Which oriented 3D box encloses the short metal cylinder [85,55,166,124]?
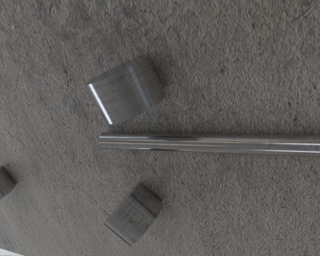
[{"bbox_3d":[-0.040,-0.046,0.364,0.080,0.080,0.050,-12,112,33],"label":"short metal cylinder"}]

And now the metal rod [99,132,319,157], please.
[{"bbox_3d":[0.050,0.019,0.391,0.300,0.025,0.025,0,119,28],"label":"metal rod"}]

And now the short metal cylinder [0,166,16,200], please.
[{"bbox_3d":[-0.344,0.122,0.628,0.080,0.080,0.050,-22,106,36],"label":"short metal cylinder"}]

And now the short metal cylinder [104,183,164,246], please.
[{"bbox_3d":[-0.040,0.131,0.473,0.050,0.080,0.080,40,129,1],"label":"short metal cylinder"}]
